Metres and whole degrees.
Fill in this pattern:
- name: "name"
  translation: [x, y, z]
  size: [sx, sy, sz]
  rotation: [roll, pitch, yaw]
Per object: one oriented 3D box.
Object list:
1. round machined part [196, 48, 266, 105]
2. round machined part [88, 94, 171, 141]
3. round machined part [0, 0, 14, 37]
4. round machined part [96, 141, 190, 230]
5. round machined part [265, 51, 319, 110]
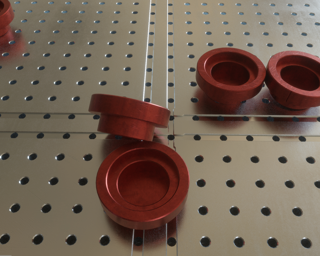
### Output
- name: "round machined part"
  translation: [0.102, -0.073, 0.459]
  size: [0.099, 0.042, 0.098]
  rotation: [0, 50, 0]
- name: "round machined part"
  translation: [-0.039, -0.009, 0.381]
  size: [0.098, 0.098, 0.042]
  rotation: [11, 87, 9]
- name: "round machined part"
  translation: [-0.314, -0.195, 0.560]
  size: [0.099, 0.042, 0.098]
  rotation: [0, 50, 0]
- name: "round machined part"
  translation: [-0.018, 0.065, 0.342]
  size: [0.099, 0.042, 0.098]
  rotation: [0, 50, 0]
- name: "round machined part"
  translation: [0.199, -0.065, 0.450]
  size: [0.099, 0.042, 0.098]
  rotation: [3, 51, -3]
